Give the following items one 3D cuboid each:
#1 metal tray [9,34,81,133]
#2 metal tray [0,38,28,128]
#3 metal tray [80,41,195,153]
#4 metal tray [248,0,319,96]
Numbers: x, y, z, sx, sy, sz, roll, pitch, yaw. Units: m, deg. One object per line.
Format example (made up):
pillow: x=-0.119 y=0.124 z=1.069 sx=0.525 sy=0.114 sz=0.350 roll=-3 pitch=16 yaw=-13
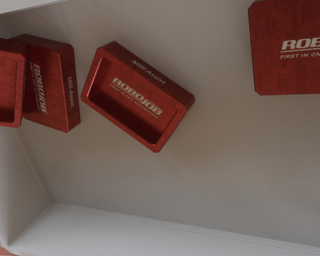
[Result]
metal tray: x=-0.167 y=-0.064 z=0.455 sx=0.090 sy=0.030 sz=0.129 roll=17 pitch=125 yaw=18
metal tray: x=-0.233 y=-0.061 z=0.420 sx=0.091 sy=0.030 sz=0.129 roll=8 pitch=131 yaw=-20
metal tray: x=-0.032 y=-0.038 z=0.398 sx=0.130 sy=0.030 sz=0.089 roll=35 pitch=129 yaw=4
metal tray: x=0.151 y=-0.078 z=0.277 sx=0.130 sy=0.030 sz=0.089 roll=1 pitch=119 yaw=27
